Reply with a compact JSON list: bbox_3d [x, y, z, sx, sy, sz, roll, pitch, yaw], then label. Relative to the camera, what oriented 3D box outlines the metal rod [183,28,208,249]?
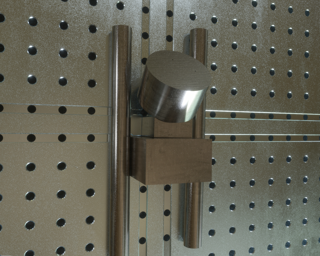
[{"bbox_3d":[0.050,0.013,0.431,0.025,0.025,0.298,2,89,-20],"label":"metal rod"}]

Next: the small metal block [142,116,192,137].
[{"bbox_3d":[0.008,-0.001,0.402,0.050,0.050,0.025,1,90,-21],"label":"small metal block"}]

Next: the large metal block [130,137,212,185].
[{"bbox_3d":[0.009,0.037,0.384,0.081,0.080,0.050,1,90,-20],"label":"large metal block"}]

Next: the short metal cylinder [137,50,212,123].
[{"bbox_3d":[0.017,-0.052,0.382,0.081,0.050,0.080,11,43,-10],"label":"short metal cylinder"}]

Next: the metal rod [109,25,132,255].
[{"bbox_3d":[-0.050,0.022,0.394,0.025,0.025,0.298,1,90,-20],"label":"metal rod"}]
